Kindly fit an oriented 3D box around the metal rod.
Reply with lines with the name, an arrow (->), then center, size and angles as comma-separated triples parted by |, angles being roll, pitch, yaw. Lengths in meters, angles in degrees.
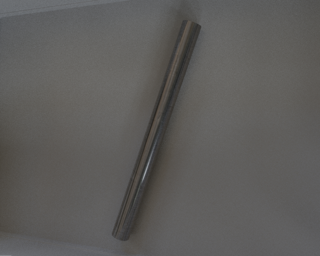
metal rod -> -0.007, 0.008, 0.411 | 0.025, 0.025, 0.298 | 21, 97, 19
